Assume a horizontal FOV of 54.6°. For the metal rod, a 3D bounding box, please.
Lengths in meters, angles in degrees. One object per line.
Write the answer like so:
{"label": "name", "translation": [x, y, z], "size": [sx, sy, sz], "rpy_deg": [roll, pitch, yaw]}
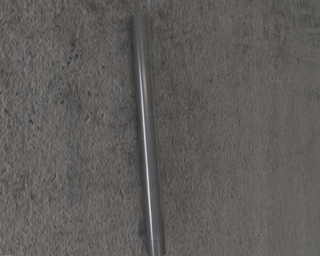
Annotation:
{"label": "metal rod", "translation": [-0.015, 0.012, 0.391], "size": [0.025, 0.025, 0.298], "rpy_deg": [-7, 95, -40]}
